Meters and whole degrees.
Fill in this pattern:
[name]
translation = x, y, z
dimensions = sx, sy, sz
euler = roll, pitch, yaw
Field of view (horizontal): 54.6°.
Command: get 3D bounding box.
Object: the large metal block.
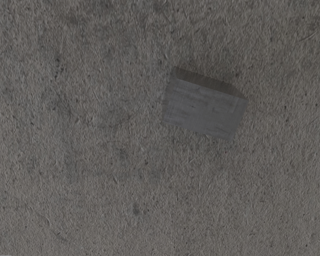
[large metal block]
translation = 0.048, -0.032, 0.369
dimensions = 0.080, 0.080, 0.050
euler = 16, 109, -6
